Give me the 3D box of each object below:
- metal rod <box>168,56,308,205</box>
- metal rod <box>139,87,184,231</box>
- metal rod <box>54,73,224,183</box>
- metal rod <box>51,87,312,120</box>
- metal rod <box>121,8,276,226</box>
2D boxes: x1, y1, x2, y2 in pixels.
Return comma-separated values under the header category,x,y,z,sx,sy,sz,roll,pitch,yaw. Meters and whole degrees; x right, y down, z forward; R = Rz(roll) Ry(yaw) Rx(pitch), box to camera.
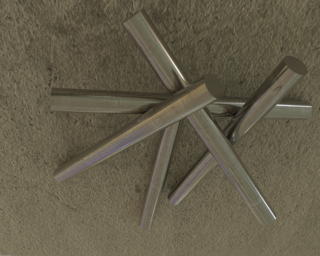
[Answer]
category,x,y,z,sx,sy,sz,roll,pitch,yaw
metal rod,0.074,0.028,0.393,0.025,0.025,0.298,15,140,-13
metal rod,0.001,0.060,0.457,0.025,0.025,0.298,8,130,-7
metal rod,-0.051,0.017,0.368,0.025,0.025,0.299,35,138,-26
metal rod,0.036,-0.026,0.354,0.302,0.025,0.025,1,131,-14
metal rod,0.057,0.007,0.342,0.025,0.025,0.300,-27,116,21
